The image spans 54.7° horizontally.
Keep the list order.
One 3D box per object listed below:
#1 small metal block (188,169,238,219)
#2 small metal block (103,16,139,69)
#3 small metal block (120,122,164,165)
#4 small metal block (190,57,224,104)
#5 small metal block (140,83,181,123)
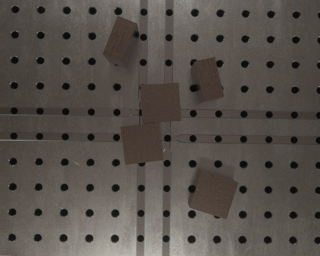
[{"bbox_3d":[0.070,0.088,0.414,0.050,0.025,0.050,18,90,-1],"label":"small metal block"},{"bbox_3d":[-0.049,-0.109,0.400,0.025,0.050,0.050,21,90,0],"label":"small metal block"},{"bbox_3d":[-0.023,0.020,0.413,0.050,0.025,0.050,-7,90,-1],"label":"small metal block"},{"bbox_3d":[0.060,-0.060,0.402,0.025,0.050,0.050,-13,90,0],"label":"small metal block"},{"bbox_3d":[0.001,-0.033,0.413,0.050,0.025,0.050,-3,90,-1],"label":"small metal block"}]
